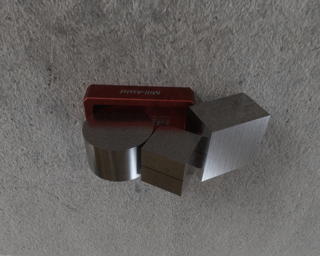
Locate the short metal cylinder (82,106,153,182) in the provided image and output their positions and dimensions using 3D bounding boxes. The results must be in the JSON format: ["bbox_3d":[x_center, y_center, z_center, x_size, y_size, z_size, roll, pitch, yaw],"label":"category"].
[{"bbox_3d":[-0.048,0.017,0.370,0.081,0.080,0.050,1,130,-1],"label":"short metal cylinder"}]

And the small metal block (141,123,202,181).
[{"bbox_3d":[0.013,0.025,0.345,0.050,0.050,0.025,19,131,18],"label":"small metal block"}]

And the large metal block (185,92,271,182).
[{"bbox_3d":[0.078,0.010,0.383,0.081,0.050,0.079,-15,134,-22],"label":"large metal block"}]

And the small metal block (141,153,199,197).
[{"bbox_3d":[0.012,0.045,0.361,0.050,0.050,0.025,19,131,18],"label":"small metal block"}]

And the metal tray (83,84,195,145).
[{"bbox_3d":[-0.025,-0.009,0.397,0.131,0.030,0.089,2,130,-2],"label":"metal tray"}]
